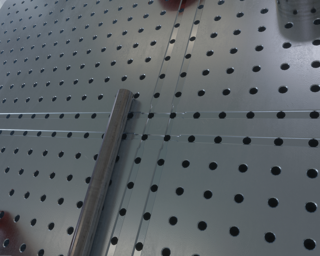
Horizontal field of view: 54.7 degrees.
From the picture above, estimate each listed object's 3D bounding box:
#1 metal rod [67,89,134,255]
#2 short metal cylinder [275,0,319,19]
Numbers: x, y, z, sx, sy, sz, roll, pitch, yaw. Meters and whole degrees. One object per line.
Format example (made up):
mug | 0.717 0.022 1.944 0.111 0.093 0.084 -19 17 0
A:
metal rod | -0.081 0.079 0.401 0.025 0.025 0.300 -2 61 27
short metal cylinder | 0.192 -0.193 0.410 0.080 0.050 0.080 -13 56 21
